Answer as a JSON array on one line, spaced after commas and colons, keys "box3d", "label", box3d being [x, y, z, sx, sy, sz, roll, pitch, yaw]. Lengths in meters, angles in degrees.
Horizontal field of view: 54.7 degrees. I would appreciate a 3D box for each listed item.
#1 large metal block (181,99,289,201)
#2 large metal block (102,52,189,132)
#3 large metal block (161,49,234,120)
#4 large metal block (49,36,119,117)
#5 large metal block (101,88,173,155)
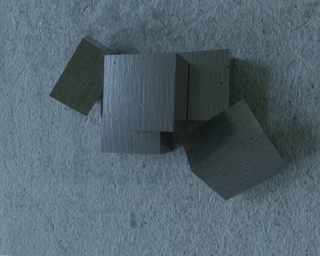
[{"box3d": [0.083, 0.027, 0.344, 0.080, 0.080, 0.050, -33, 42, 17], "label": "large metal block"}, {"box3d": [-0.015, -0.038, 0.346, 0.080, 0.050, 0.079, 2, 91, 19], "label": "large metal block"}, {"box3d": [0.047, -0.049, 0.380, 0.080, 0.050, 0.079, 0, 90, 19], "label": "large metal block"}, {"box3d": [-0.095, -0.071, 0.406, 0.050, 0.080, 0.080, 31, 102, -17], "label": "large metal block"}, {"box3d": [-0.029, -0.009, 0.404, 0.080, 0.050, 0.079, 0, 90, 19], "label": "large metal block"}]
